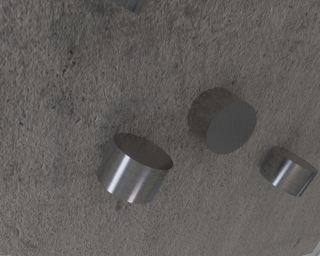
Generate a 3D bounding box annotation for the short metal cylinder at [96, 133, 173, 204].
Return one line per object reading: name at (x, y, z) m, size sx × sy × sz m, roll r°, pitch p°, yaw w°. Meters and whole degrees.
short metal cylinder at (-0.031, 0.048, 0.384) m, size 0.081 × 0.080 × 0.050 m, roll 17°, pitch 110°, yaw -35°

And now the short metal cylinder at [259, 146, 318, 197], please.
short metal cylinder at (0.222, 0.074, 0.538) m, size 0.081 × 0.080 × 0.050 m, roll 15°, pitch 110°, yaw -35°

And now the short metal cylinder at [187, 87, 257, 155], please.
short metal cylinder at (0.086, -0.010, 0.431) m, size 0.081 × 0.050 × 0.079 m, roll -14°, pitch 124°, yaw -21°

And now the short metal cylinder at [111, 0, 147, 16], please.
short metal cylinder at (-0.042, -0.138, 0.262) m, size 0.081 × 0.080 × 0.050 m, roll 18°, pitch 109°, yaw -35°
